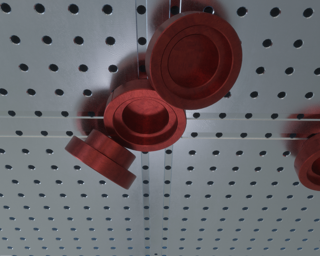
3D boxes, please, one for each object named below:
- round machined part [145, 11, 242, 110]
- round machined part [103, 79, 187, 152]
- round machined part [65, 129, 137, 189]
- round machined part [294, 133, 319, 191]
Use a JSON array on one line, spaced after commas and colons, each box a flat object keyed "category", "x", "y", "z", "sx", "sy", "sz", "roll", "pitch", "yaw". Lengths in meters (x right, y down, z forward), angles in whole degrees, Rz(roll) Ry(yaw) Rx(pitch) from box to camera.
[{"category": "round machined part", "x": 0.032, "y": -0.072, "z": 0.326, "sx": 0.099, "sy": 0.042, "sz": 0.097, "roll": -7, "pitch": 116, "yaw": -14}, {"category": "round machined part", "x": -0.018, "y": -0.019, "z": 0.383, "sx": 0.099, "sy": 0.042, "sz": 0.097, "roll": 0, "pitch": 131, "yaw": 0}, {"category": "round machined part", "x": -0.071, "y": 0.037, "z": 0.408, "sx": 0.098, "sy": 0.098, "sz": 0.042, "roll": 39, "pitch": 78, "yaw": -28}, {"category": "round machined part", "x": 0.240, "y": 0.042, "z": 0.438, "sx": 0.099, "sy": 0.042, "sz": 0.097, "roll": 0, "pitch": 130, "yaw": 0}]
